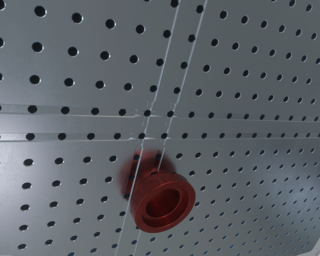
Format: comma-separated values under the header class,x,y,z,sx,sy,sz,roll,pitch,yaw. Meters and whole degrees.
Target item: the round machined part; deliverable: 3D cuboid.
class,x,y,z,sx,sy,sz,roll,pitch,yaw
round machined part,0.001,0.107,0.467,0.099,0.042,0.097,-14,124,-21
